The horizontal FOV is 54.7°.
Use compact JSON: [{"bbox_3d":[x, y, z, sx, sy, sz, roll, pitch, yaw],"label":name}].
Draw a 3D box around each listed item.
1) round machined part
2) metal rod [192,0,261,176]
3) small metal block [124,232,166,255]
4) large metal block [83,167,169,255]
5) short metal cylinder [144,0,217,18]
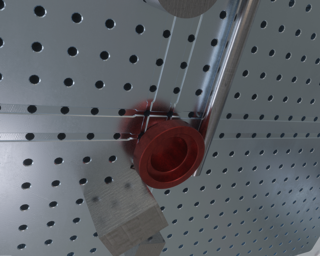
[{"bbox_3d":[0.009,0.032,0.424,0.099,0.042,0.097,-14,123,-22],"label":"round machined part"},{"bbox_3d":[0.085,-0.063,0.418,0.025,0.025,0.298,0,119,-29],"label":"metal rod"},{"bbox_3d":[-0.025,0.205,0.525,0.050,0.025,0.050,10,114,-33],"label":"small metal block"},{"bbox_3d":[-0.047,0.110,0.419,0.080,0.080,0.050,-29,129,-10],"label":"large metal block"},{"bbox_3d":[0.019,-0.156,0.309,0.081,0.050,0.079,-14,125,-21],"label":"short metal cylinder"}]
